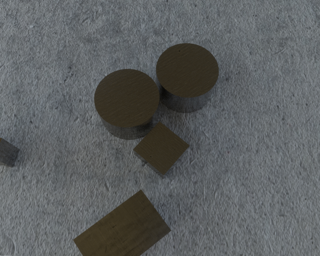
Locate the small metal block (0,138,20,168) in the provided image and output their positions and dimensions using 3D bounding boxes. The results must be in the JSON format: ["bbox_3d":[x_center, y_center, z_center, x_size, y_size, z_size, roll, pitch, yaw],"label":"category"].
[{"bbox_3d":[-0.212,0.026,0.383,0.050,0.050,0.025,13,71,4],"label":"small metal block"}]

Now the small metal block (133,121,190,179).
[{"bbox_3d":[0.002,0.028,0.398,0.050,0.025,0.050,39,74,12],"label":"small metal block"}]

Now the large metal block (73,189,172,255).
[{"bbox_3d":[-0.036,0.117,0.336,0.080,0.080,0.050,-35,74,-12],"label":"large metal block"}]

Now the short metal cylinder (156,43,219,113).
[{"bbox_3d":[0.035,-0.067,0.420,0.081,0.050,0.080,0,70,0],"label":"short metal cylinder"}]

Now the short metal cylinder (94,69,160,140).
[{"bbox_3d":[-0.041,-0.030,0.405,0.081,0.050,0.080,0,70,0],"label":"short metal cylinder"}]
